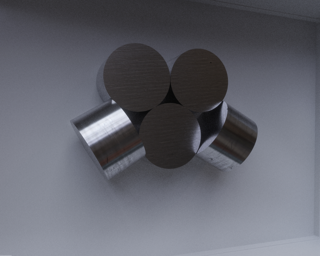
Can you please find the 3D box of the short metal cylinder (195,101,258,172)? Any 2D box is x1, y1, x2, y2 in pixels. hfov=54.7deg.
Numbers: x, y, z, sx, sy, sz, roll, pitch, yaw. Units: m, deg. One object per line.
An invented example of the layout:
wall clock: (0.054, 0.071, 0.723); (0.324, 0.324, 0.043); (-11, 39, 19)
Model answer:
short metal cylinder: (0.081, 0.011, 0.409); (0.050, 0.080, 0.080); (31, 80, -17)

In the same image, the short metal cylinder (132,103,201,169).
short metal cylinder: (0.005, 0.009, 0.397); (0.081, 0.050, 0.080); (0, 90, -20)

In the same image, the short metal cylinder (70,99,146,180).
short metal cylinder: (-0.060, 0.013, 0.358); (0.050, 0.080, 0.080); (-32, 101, -17)

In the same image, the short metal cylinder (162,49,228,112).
short metal cylinder: (0.042, -0.060, 0.411); (0.081, 0.050, 0.080); (0, 90, -20)

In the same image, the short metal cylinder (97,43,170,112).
short metal cylinder: (-0.034, -0.059, 0.383); (0.081, 0.050, 0.080); (0, 90, -20)
